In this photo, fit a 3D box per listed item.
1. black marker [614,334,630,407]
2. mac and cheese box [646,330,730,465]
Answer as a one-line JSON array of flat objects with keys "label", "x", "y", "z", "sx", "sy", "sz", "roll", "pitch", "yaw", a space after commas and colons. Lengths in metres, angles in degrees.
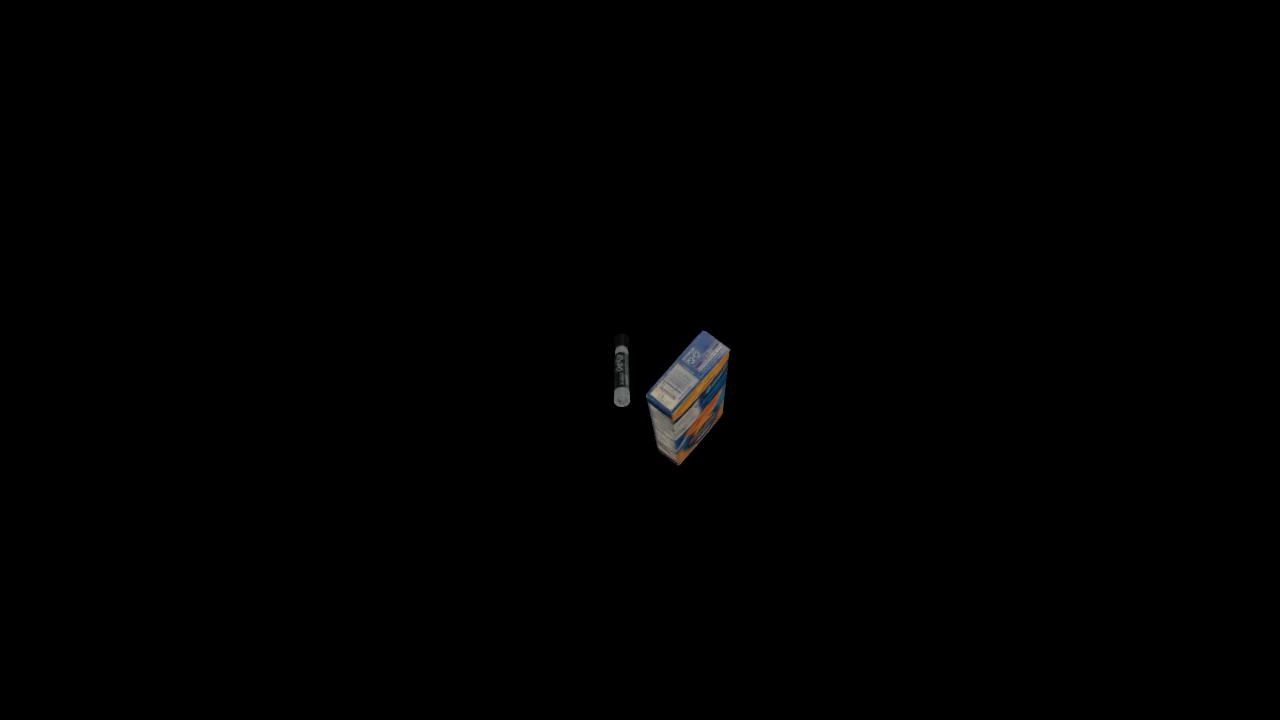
[{"label": "black marker", "x": -0.022, "y": 0.009, "z": 0.749, "sx": 0.020, "sy": 0.020, "sz": 0.121, "roll": 0, "pitch": 41, "yaw": -2}, {"label": "mac and cheese box", "x": 0.055, "y": 0.049, "z": 0.678, "sx": 0.041, "sy": 0.093, "sz": 0.184, "roll": 36, "pitch": -16, "yaw": 19}]
